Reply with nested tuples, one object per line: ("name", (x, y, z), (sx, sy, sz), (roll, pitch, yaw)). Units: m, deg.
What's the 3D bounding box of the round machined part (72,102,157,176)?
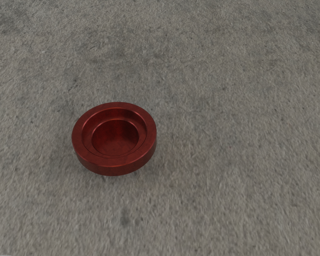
("round machined part", (-0.053, 0.017, 0.377), (0.099, 0.042, 0.098), (0, 50, 0))
